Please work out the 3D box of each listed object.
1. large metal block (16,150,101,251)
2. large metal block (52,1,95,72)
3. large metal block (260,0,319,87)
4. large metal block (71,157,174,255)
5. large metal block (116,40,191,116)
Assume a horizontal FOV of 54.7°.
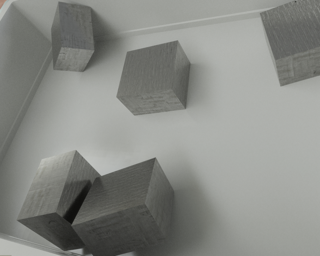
[{"bbox_3d":[-0.105,0.086,0.363,0.050,0.080,0.080,-16,42,19],"label":"large metal block"},{"bbox_3d":[-0.149,-0.149,0.521,0.080,0.050,0.080,-32,63,58],"label":"large metal block"},{"bbox_3d":[0.171,-0.106,0.365,0.080,0.050,0.080,-15,55,19],"label":"large metal block"},{"bbox_3d":[-0.035,0.085,0.334,0.080,0.050,0.080,-20,22,16],"label":"large metal block"},{"bbox_3d":[-0.007,-0.068,0.435,0.080,0.050,0.080,-6,59,25],"label":"large metal block"}]
